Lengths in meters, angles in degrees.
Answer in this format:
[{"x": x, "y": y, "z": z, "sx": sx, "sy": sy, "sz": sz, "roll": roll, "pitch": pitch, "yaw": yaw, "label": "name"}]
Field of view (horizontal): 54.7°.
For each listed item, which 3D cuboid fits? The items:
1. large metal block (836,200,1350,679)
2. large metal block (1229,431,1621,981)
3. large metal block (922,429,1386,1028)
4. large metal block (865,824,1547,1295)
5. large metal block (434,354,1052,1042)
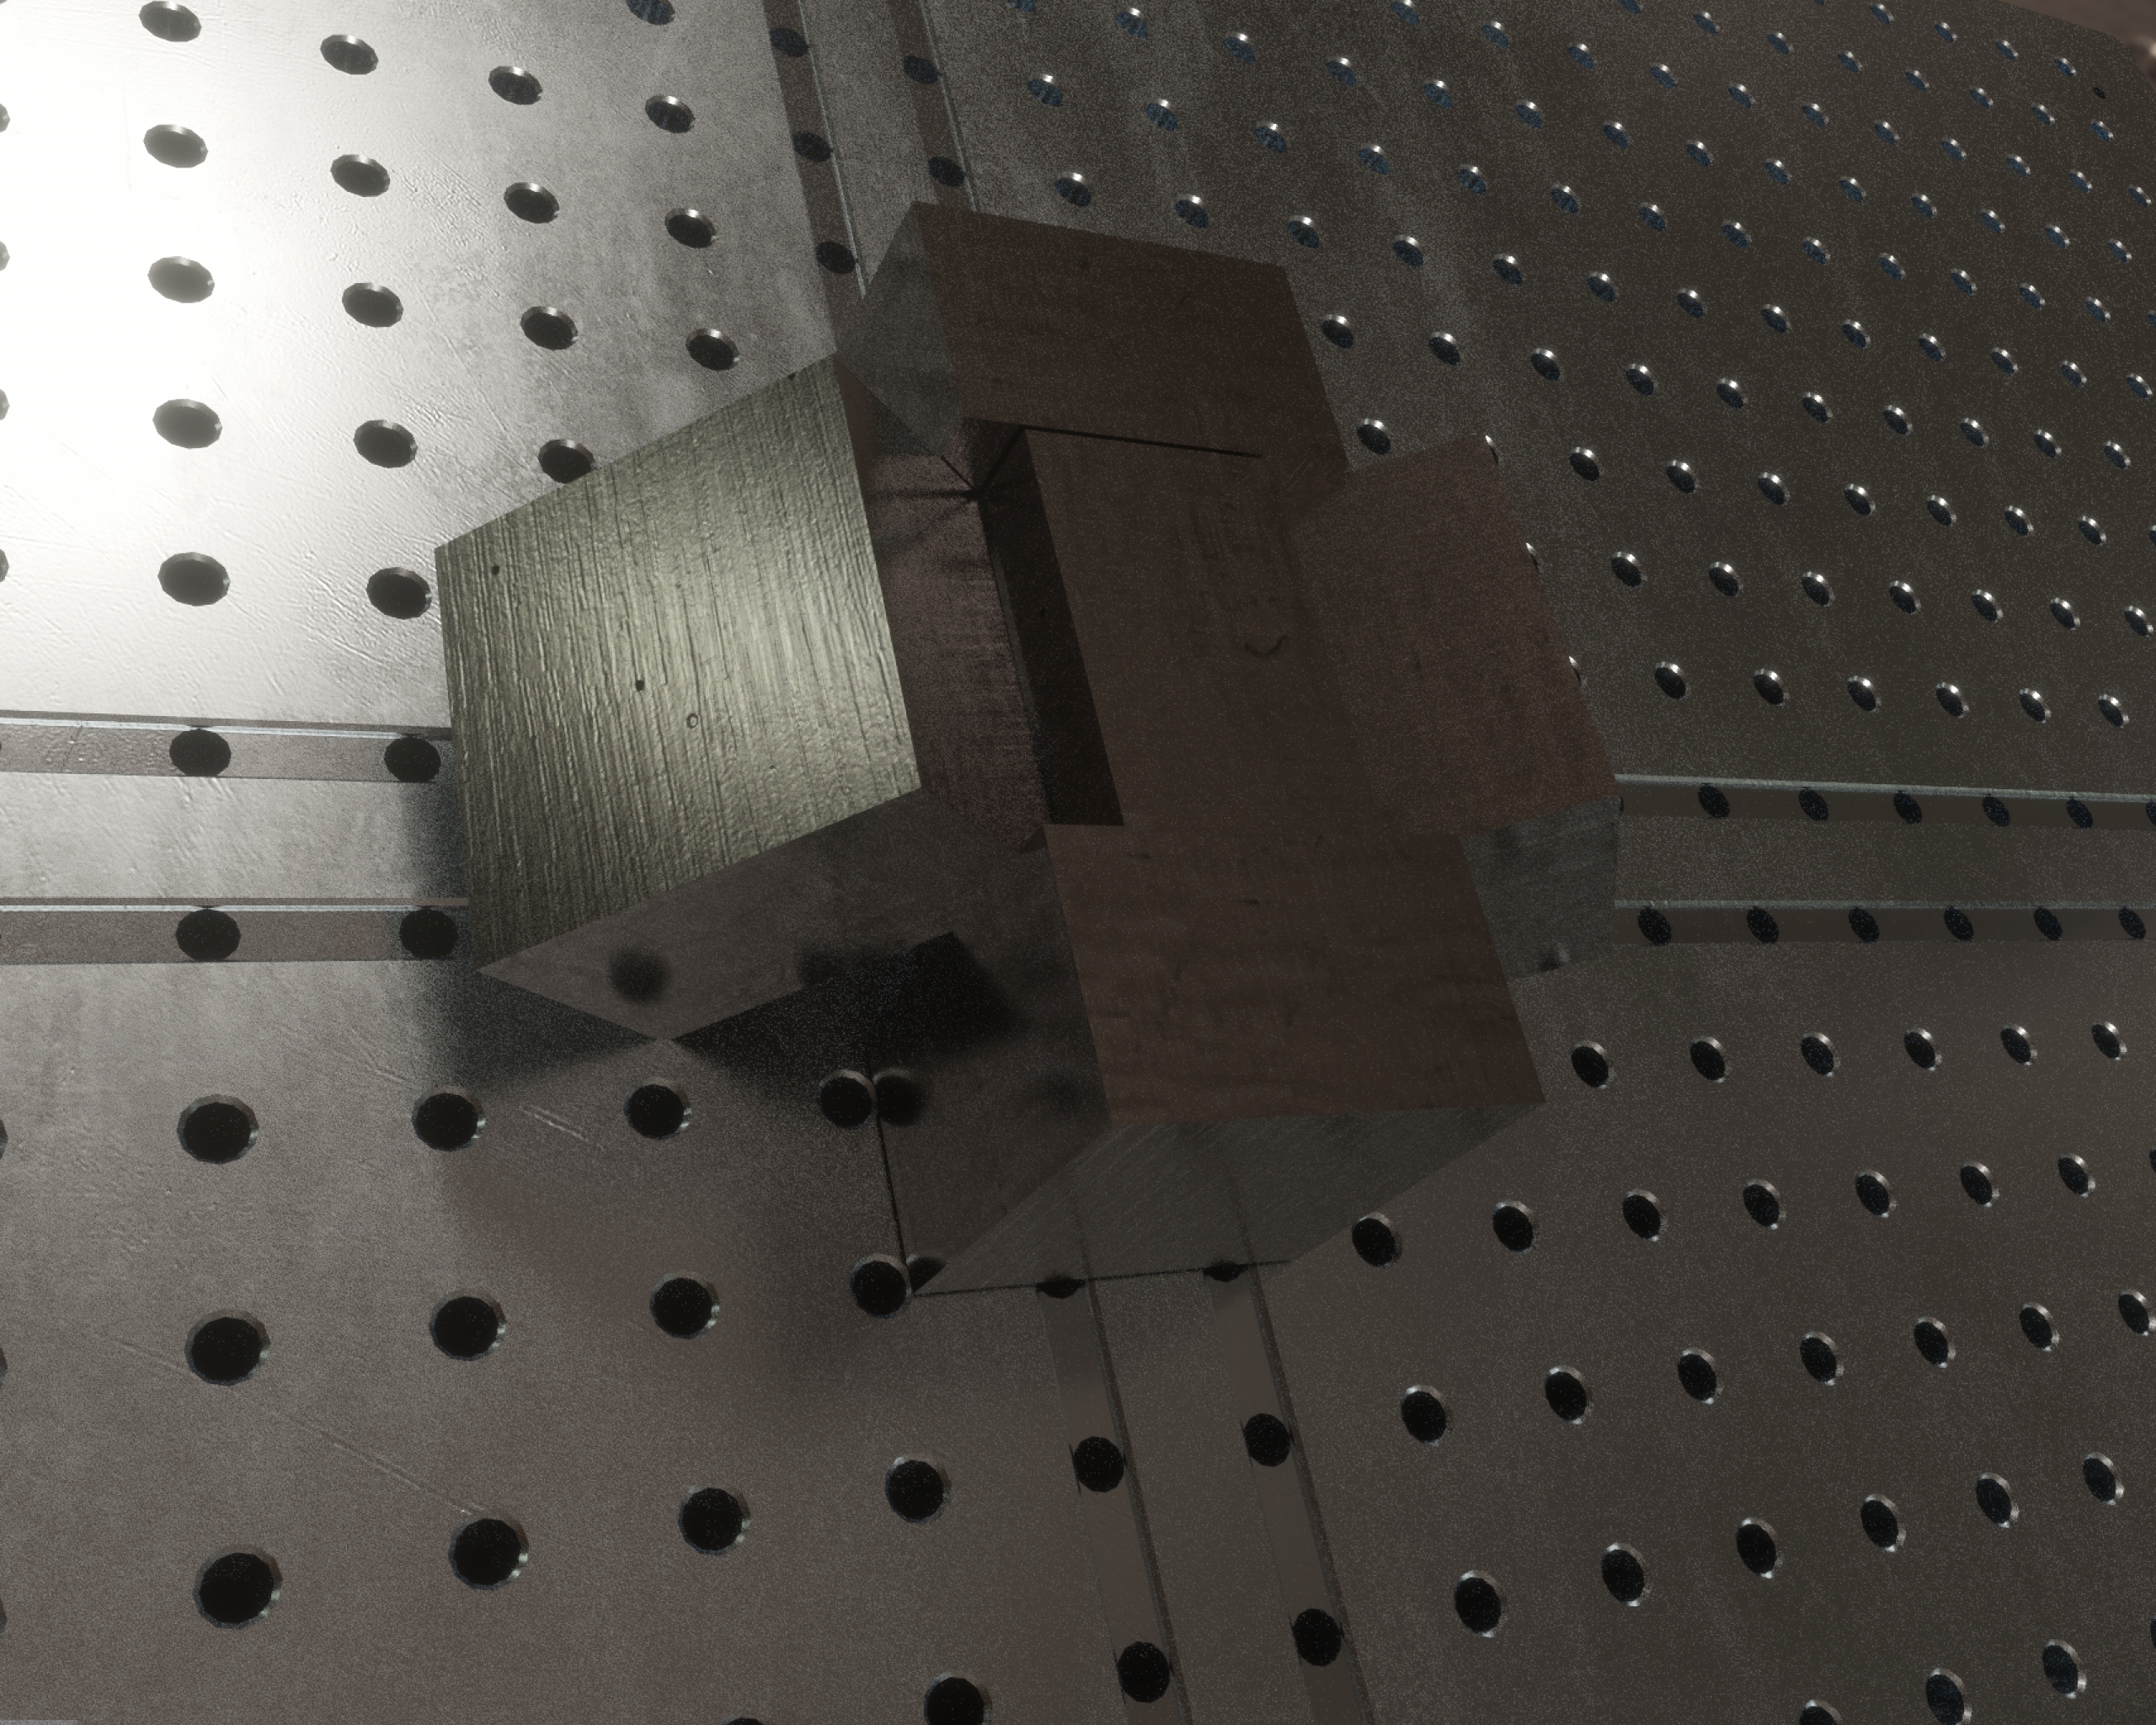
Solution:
[{"x": -0.006, "y": -0.079, "z": 0.418, "sx": 0.081, "sy": 0.080, "sz": 0.050, "roll": 1, "pitch": 62, "yaw": -28, "label": "large metal block"}, {"x": 0.070, "y": -0.025, "z": 0.416, "sx": 0.050, "sy": 0.080, "sz": 0.080, "roll": -16, "pitch": 64, "yaw": 6, "label": "large metal block"}, {"x": 0.004, "y": -0.021, "z": 0.388, "sx": 0.050, "sy": 0.080, "sz": 0.080, "roll": 1, "pitch": 61, "yaw": -28, "label": "large metal block"}, {"x": 0.018, "y": 0.035, "z": 0.361, "sx": 0.081, "sy": 0.080, "sz": 0.050, "roll": 1, "pitch": 62, "yaw": -28, "label": "large metal block"}, {"x": -0.056, "y": -0.025, "z": 0.351, "sx": 0.050, "sy": 0.080, "sz": 0.080, "roll": 37, "pitch": 36, "yaw": -59, "label": "large metal block"}]
